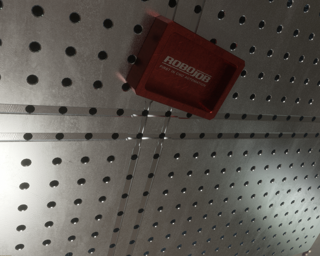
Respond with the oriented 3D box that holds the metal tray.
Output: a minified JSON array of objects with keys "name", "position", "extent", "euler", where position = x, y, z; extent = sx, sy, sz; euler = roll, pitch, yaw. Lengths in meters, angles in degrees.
[{"name":"metal tray","position":[0.035,-0.069,0.386],"extent":[0.131,0.030,0.089],"euler":[16,110,-35]}]
